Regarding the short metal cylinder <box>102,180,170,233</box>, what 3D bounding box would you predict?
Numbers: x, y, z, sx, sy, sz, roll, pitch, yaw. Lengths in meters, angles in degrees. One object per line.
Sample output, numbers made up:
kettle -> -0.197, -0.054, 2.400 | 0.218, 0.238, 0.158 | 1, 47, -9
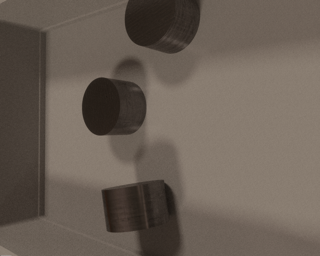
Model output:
short metal cylinder -> -0.031, 0.097, 0.394 | 0.080, 0.081, 0.050 | -15, 81, 39

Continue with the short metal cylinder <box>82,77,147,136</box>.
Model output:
short metal cylinder -> -0.066, -0.029, 0.443 | 0.080, 0.050, 0.079 | 0, 90, 39

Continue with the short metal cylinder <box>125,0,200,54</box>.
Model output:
short metal cylinder -> 0.002, -0.138, 0.387 | 0.080, 0.050, 0.079 | 0, 90, 39
